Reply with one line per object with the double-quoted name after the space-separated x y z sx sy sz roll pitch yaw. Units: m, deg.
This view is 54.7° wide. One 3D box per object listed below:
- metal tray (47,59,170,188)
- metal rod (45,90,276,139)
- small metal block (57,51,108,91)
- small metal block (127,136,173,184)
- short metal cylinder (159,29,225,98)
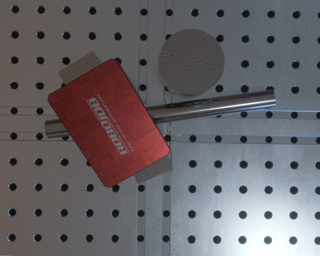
-0.058 -0.005 0.371 0.090 0.030 0.130 -31 102 0 "metal tray"
0.001 -0.019 0.413 0.302 0.025 0.025 -8 90 -1 "metal rod"
-0.096 -0.070 0.399 0.050 0.050 0.025 -32 90 0 "small metal block"
-0.016 0.040 0.412 0.050 0.025 0.050 -23 90 -1 "small metal block"
0.038 -0.081 0.401 0.081 0.050 0.079 0 90 -1 "short metal cylinder"
